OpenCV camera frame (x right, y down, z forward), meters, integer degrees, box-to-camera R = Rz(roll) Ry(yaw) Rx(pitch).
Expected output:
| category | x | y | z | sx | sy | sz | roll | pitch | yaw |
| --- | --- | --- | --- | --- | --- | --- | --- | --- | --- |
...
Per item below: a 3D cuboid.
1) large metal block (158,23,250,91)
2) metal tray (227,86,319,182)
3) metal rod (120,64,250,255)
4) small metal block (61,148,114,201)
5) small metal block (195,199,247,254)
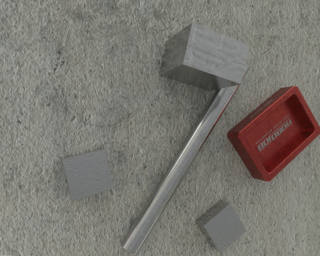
| category | x | y | z | sx | sy | sz | roll | pitch | yaw |
| --- | --- | --- | --- | --- | --- | --- | --- | --- | --- |
| large metal block | 0.054 | -0.087 | 0.401 | 0.081 | 0.080 | 0.050 | 14 | 85 | -20 |
| metal tray | 0.177 | 0.007 | 0.473 | 0.131 | 0.030 | 0.090 | -37 | 102 | -16 |
| metal rod | 0.040 | 0.032 | 0.425 | 0.025 | 0.025 | 0.300 | 36 | 78 | -17 |
| small metal block | -0.088 | 0.055 | 0.377 | 0.050 | 0.025 | 0.050 | -14 | 95 | -20 |
| small metal block | 0.087 | 0.140 | 0.443 | 0.050 | 0.025 | 0.050 | -35 | 102 | -17 |
